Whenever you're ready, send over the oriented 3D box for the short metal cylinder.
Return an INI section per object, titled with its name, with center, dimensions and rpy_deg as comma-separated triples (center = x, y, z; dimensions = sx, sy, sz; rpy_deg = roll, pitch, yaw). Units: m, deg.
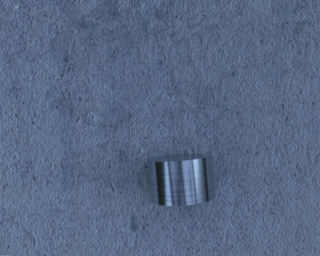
[short metal cylinder]
center = 0.026, 0.061, 0.383
dimensions = 0.080, 0.080, 0.050
rpy_deg = -5, 90, 0
